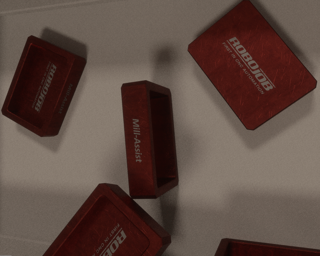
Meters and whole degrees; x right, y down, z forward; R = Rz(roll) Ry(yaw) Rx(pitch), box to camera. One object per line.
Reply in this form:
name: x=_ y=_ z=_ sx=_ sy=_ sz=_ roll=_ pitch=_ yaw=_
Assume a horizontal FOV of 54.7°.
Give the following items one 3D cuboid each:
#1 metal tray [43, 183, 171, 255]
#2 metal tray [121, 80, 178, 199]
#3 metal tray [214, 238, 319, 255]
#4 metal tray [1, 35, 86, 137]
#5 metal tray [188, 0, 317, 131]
metal tray: x=-0.063 y=0.133 z=0.315 sx=0.090 sy=0.030 sz=0.130 roll=38 pitch=90 yaw=24
metal tray: x=-0.009 y=0.013 z=0.378 sx=0.030 sy=0.090 sz=0.129 roll=-5 pitch=88 yaw=20
metal tray: x=0.125 y=0.155 z=0.331 sx=0.130 sy=0.090 sz=0.030 roll=0 pitch=90 yaw=19
metal tray: x=-0.177 y=-0.062 z=0.468 sx=0.090 sy=0.030 sz=0.129 roll=27 pitch=98 yaw=17
metal tray: x=0.106 y=-0.073 z=0.370 sx=0.090 sy=0.030 sz=0.130 roll=-37 pitch=79 yaw=15
